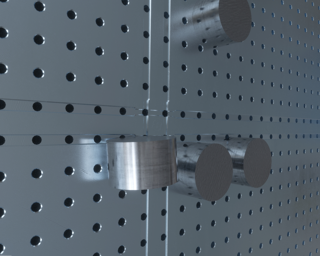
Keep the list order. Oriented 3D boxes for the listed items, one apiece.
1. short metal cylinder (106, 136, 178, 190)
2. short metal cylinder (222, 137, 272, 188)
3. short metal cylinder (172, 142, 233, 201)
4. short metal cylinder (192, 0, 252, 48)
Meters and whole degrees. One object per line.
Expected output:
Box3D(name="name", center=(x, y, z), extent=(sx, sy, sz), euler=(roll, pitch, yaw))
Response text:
Box3D(name="short metal cylinder", center=(-0.020, 0.037, 0.358), extent=(0.081, 0.080, 0.050), euler=(-5, 94, -40))
Box3D(name="short metal cylinder", center=(0.141, 0.056, 0.514), extent=(0.081, 0.050, 0.079), euler=(0, 91, -40))
Box3D(name="short metal cylinder", center=(0.060, 0.061, 0.446), extent=(0.081, 0.050, 0.079), euler=(0, 90, -40))
Box3D(name="short metal cylinder", center=(0.096, -0.167, 0.476), extent=(0.081, 0.050, 0.079), euler=(0, 91, -40))
